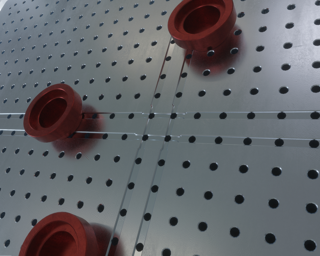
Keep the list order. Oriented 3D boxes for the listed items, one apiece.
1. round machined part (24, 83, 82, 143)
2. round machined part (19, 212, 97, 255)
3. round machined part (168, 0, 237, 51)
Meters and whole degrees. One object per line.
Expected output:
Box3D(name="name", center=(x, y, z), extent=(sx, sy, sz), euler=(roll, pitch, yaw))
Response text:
Box3D(name="round machined part", center=(-0.165, -0.020, 0.498), extent=(0.098, 0.042, 0.098), euler=(-13, 56, 21))
Box3D(name="round machined part", center=(-0.115, 0.153, 0.365), extent=(0.098, 0.042, 0.098), euler=(-13, 56, 21))
Box3D(name="round machined part", center=(0.064, -0.153, 0.458), extent=(0.098, 0.042, 0.098), euler=(-13, 56, 21))
